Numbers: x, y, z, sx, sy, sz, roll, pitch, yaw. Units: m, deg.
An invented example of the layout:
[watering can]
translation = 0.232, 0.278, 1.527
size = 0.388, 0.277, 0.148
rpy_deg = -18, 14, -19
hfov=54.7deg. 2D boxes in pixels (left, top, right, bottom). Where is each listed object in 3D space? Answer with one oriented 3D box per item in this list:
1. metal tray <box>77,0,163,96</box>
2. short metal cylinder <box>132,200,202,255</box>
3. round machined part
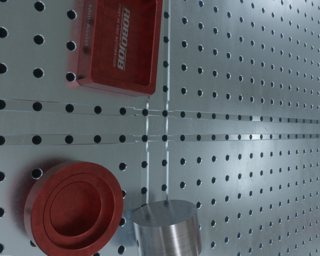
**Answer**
[metal tray]
translation = -0.044, -0.109, 0.369
size = 0.091, 0.030, 0.129
rpy_deg = 8, 85, -40
[short metal cylinder]
translation = 0.009, 0.128, 0.383
size = 0.081, 0.080, 0.050
rpy_deg = -14, 99, -39
[round machined part]
translation = -0.091, 0.083, 0.323
size = 0.099, 0.042, 0.097
rpy_deg = 0, 90, -40
